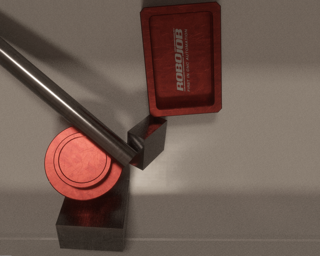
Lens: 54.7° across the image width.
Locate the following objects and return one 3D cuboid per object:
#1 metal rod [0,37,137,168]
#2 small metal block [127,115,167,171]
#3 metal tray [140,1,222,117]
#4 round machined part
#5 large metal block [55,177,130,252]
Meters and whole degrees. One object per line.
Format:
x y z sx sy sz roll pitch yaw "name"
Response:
-0.149 -0.059 0.360 0.300 0.025 0.025 41 105 -4 "metal rod"
-0.017 0.017 0.395 0.025 0.050 0.050 24 130 23 "small metal block"
0.027 -0.082 0.378 0.091 0.030 0.129 -4 110 1 "metal tray"
-0.096 0.042 0.392 0.099 0.042 0.098 2 78 -8 "round machined part"
-0.086 0.114 0.417 0.081 0.080 0.050 4 127 -2 "large metal block"
